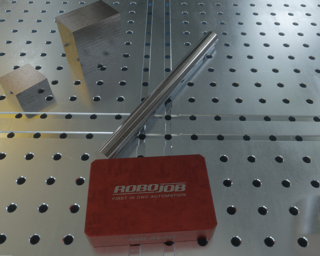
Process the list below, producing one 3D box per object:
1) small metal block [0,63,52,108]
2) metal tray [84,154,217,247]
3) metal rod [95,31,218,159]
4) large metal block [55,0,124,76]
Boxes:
[{"bbox_3d":[-0.200,-0.064,0.459,0.050,0.025,0.050,36,59,26],"label":"small metal block"},{"bbox_3d":[-0.011,0.077,0.340,0.131,0.030,0.090,-3,50,-3],"label":"metal tray"},{"bbox_3d":[0.010,-0.060,0.458,0.025,0.025,0.301,26,54,20],"label":"metal rod"},{"bbox_3d":[-0.107,-0.143,0.490,0.080,0.080,0.050,-33,58,-25],"label":"large metal block"}]
